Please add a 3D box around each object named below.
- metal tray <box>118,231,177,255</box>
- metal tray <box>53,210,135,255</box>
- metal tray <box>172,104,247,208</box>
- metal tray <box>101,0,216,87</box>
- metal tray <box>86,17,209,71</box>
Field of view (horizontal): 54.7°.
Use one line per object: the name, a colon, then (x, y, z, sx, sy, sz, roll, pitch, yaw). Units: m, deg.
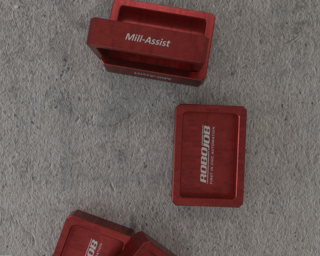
metal tray: (-0.031, 0.207, 0.384, 0.090, 0.030, 0.130, 43, 82, -20)
metal tray: (-0.096, 0.185, 0.406, 0.090, 0.030, 0.129, 20, 90, 0)
metal tray: (0.063, 0.035, 0.407, 0.091, 0.030, 0.129, 2, 90, 0)
metal tray: (-0.001, -0.109, 0.399, 0.131, 0.030, 0.090, 10, 81, 1)
metal tray: (-0.013, -0.094, 0.376, 0.131, 0.090, 0.030, 10, 90, 0)
